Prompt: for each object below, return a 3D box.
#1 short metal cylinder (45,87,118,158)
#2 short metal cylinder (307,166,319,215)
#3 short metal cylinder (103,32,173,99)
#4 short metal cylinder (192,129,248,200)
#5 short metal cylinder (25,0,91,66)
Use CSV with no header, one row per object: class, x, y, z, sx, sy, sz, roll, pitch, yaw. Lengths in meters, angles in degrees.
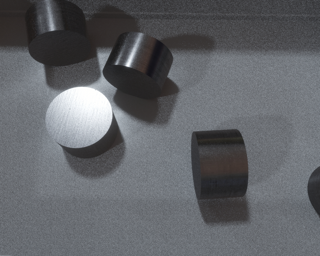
short metal cylinder,-0.098,-0.006,0.398,0.081,0.050,0.080,0,70,0
short metal cylinder,0.228,0.075,0.370,0.081,0.050,0.080,0,70,0
short metal cylinder,-0.028,-0.081,0.410,0.080,0.080,0.050,17,71,6
short metal cylinder,0.067,0.042,0.365,0.050,0.080,0.080,-3,70,-1
short metal cylinder,-0.140,-0.128,0.426,0.081,0.080,0.050,-13,71,-5
